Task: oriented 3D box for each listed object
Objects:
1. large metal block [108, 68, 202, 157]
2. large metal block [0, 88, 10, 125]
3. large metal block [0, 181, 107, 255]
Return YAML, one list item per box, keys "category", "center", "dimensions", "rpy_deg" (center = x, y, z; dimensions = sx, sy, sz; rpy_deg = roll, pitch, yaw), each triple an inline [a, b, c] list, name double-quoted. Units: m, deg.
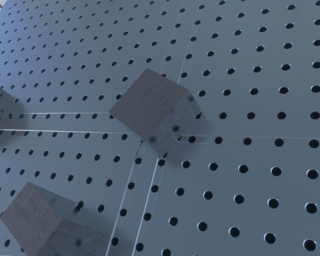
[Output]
- category: "large metal block"
  center: [-0.007, -0.022, 0.410]
  dimensions: [0.080, 0.050, 0.080]
  rpy_deg: [35, 81, 38]
- category: "large metal block"
  center: [-0.343, -0.036, 0.597]
  dimensions: [0.080, 0.050, 0.080]
  rpy_deg: [-35, 51, 5]
- category: "large metal block"
  center: [-0.125, 0.117, 0.368]
  dimensions: [0.080, 0.080, 0.050]
  rpy_deg: [28, 77, 37]
